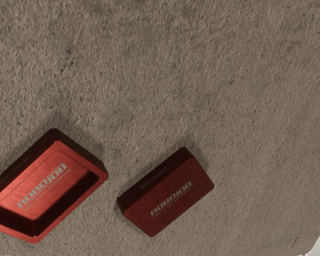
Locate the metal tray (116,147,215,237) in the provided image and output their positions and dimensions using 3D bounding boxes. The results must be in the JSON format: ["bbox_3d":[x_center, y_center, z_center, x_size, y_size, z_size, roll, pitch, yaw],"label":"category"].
[{"bbox_3d":[0.011,0.100,0.474,0.130,0.030,0.090,-38,130,-3],"label":"metal tray"}]

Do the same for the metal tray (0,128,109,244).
[{"bbox_3d":[-0.139,0.073,0.373,0.130,0.030,0.090,-43,130,1],"label":"metal tray"}]
